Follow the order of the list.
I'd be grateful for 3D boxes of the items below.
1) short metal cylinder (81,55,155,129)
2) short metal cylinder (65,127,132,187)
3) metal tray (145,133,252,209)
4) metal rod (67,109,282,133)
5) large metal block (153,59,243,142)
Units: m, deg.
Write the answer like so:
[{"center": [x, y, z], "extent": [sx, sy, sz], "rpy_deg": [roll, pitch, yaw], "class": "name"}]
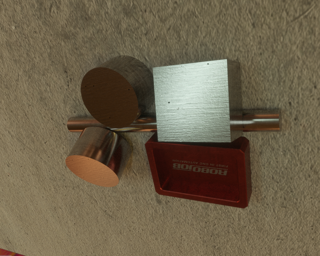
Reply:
[{"center": [-0.051, -0.046, 0.391], "extent": [0.080, 0.050, 0.079], "rpy_deg": [13, 123, 21], "class": "short metal cylinder"}, {"center": [-0.088, 0.043, 0.449], "extent": [0.080, 0.050, 0.080], "rpy_deg": [14, 144, 11], "class": "short metal cylinder"}, {"center": [0.051, 0.053, 0.410], "extent": [0.130, 0.030, 0.089], "rpy_deg": [3, 120, 26], "class": "metal tray"}, {"center": [-0.002, -0.007, 0.407], "extent": [0.300, 0.025, 0.025], "rpy_deg": [-1, 118, 28], "class": "metal rod"}, {"center": [0.042, -0.028, 0.336], "extent": [0.080, 0.050, 0.079], "rpy_deg": [-1, 97, 28], "class": "large metal block"}]
